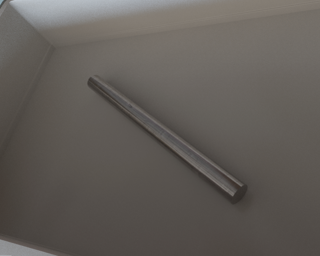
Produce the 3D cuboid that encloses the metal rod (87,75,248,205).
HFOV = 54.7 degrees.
[{"bbox_3d":[-0.012,-0.003,0.410,0.025,0.025,0.300,-48,52,-6],"label":"metal rod"}]
